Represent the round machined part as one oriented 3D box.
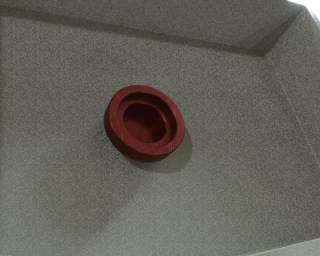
[{"bbox_3d":[-0.022,-0.002,0.385,0.099,0.042,0.098,14,56,-21],"label":"round machined part"}]
